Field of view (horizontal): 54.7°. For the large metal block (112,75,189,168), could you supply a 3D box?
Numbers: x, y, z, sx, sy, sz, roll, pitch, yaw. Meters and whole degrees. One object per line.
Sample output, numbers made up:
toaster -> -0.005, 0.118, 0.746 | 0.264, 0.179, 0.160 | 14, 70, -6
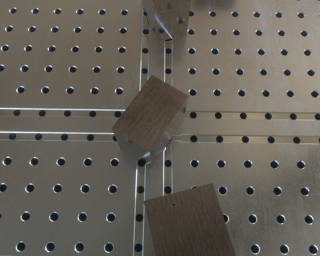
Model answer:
large metal block -> -0.010, -0.005, 0.384 | 0.050, 0.080, 0.080 | 31, 73, 10

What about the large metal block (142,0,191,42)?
large metal block -> 0.006, -0.187, 0.451 | 0.050, 0.080, 0.080 | -15, 71, -6

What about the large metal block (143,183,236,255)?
large metal block -> 0.031, 0.116, 0.356 | 0.081, 0.050, 0.080 | -14, 71, -5
